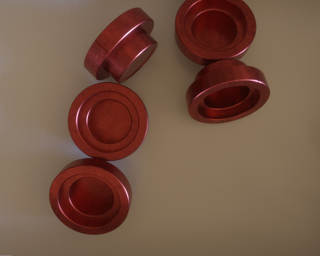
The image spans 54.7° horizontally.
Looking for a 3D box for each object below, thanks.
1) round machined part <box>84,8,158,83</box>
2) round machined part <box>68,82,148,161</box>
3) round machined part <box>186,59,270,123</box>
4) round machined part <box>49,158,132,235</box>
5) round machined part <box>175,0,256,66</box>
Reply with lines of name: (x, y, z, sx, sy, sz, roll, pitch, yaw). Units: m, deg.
round machined part: (-0.041, -0.092, 0.374, 0.042, 0.098, 0.098, 45, 90, 0)
round machined part: (-0.064, -0.009, 0.400, 0.099, 0.042, 0.097, 0, 94, 0)
round machined part: (0.080, -0.047, 0.381, 0.099, 0.098, 0.042, -9, 63, 0)
round machined part: (-0.084, 0.082, 0.392, 0.099, 0.042, 0.097, 1, 109, 4)
round machined part: (0.068, -0.121, 0.394, 0.099, 0.042, 0.098, 0, 73, 0)
